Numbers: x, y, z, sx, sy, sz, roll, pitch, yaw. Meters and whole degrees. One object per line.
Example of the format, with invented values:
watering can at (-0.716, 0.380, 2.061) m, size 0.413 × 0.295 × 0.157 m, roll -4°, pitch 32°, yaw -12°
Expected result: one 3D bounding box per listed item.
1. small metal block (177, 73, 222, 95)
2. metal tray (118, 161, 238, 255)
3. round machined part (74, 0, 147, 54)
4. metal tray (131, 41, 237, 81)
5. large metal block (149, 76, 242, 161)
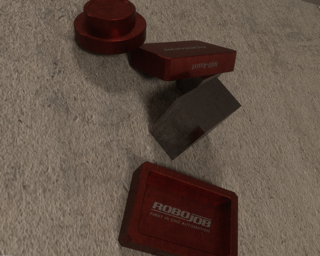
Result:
small metal block at (0.061, -0.074, 0.468) m, size 0.050 × 0.050 × 0.025 m, roll -27°, pitch 77°, yaw -37°
metal tray at (0.027, 0.102, 0.354) m, size 0.131 × 0.030 × 0.090 m, roll 22°, pitch 54°, yaw -16°
round machined part at (-0.068, -0.145, 0.423) m, size 0.099 × 0.042 × 0.098 m, roll 3°, pitch 46°, yaw -3°
metal tray at (0.035, -0.102, 0.451) m, size 0.131 × 0.030 × 0.090 m, roll -14°, pitch 31°, yaw -34°
large metal block at (0.044, -0.012, 0.401) m, size 0.081 × 0.080 × 0.050 m, roll -32°, pitch 80°, yaw -38°
